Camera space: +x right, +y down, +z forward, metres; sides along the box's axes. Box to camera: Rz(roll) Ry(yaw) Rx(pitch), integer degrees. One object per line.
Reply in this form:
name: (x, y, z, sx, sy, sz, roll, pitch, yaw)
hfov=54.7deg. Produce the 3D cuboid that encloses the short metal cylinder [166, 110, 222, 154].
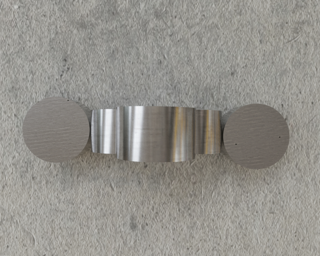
short metal cylinder: (0.036, 0.005, 0.384, 0.081, 0.080, 0.050, 0, 89, 0)

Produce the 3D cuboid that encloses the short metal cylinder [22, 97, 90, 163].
short metal cylinder: (-0.125, 0.002, 0.397, 0.081, 0.050, 0.080, 0, 90, -1)

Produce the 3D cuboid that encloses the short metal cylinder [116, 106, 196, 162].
short metal cylinder: (-0.004, 0.005, 0.314, 0.081, 0.080, 0.050, 1, 91, 0)

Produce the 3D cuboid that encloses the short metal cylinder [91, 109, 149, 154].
short metal cylinder: (-0.044, 0.004, 0.383, 0.081, 0.080, 0.050, 0, 90, 0)

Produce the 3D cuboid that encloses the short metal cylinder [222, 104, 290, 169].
short metal cylinder: (0.116, 0.010, 0.399, 0.081, 0.050, 0.080, 0, 91, -1)
